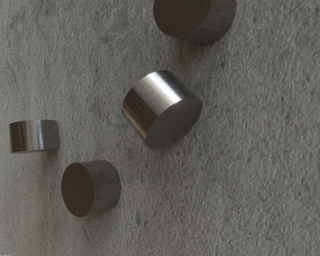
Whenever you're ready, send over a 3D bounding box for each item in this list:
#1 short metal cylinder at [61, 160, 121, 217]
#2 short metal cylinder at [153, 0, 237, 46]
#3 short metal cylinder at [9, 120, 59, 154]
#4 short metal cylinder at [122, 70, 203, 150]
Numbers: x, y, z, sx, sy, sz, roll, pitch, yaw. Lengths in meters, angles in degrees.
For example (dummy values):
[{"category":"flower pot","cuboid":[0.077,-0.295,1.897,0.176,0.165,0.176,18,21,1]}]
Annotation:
[{"category":"short metal cylinder","cuboid":[-0.106,0.091,0.473,0.080,0.050,0.079,0,90,39]},{"category":"short metal cylinder","cuboid":[0.039,-0.139,0.355,0.080,0.050,0.079,0,90,39]},{"category":"short metal cylinder","cuboid":[-0.222,0.016,0.548,0.080,0.081,0.050,-11,83,39]},{"category":"short metal cylinder","cuboid":[0.003,-0.020,0.365,0.050,0.081,0.080,49,119,28]}]
